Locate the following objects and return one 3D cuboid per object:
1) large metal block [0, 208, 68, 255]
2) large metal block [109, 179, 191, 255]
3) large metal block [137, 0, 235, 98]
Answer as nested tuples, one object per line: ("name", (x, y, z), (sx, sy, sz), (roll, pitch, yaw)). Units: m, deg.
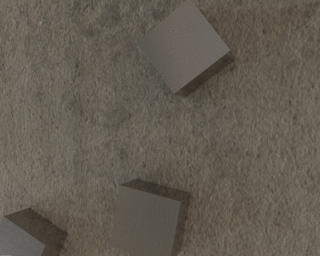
("large metal block", (-0.198, 0.180, 0.464), (0.080, 0.050, 0.080), (26, 98, 17))
("large metal block", (-0.011, 0.117, 0.399), (0.080, 0.050, 0.079), (11, 94, 19))
("large metal block", (0.033, -0.095, 0.383), (0.080, 0.050, 0.080), (-37, 79, 16))
